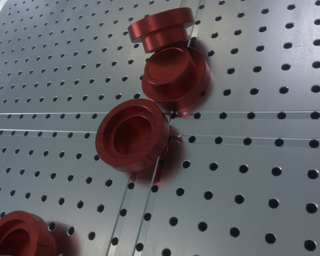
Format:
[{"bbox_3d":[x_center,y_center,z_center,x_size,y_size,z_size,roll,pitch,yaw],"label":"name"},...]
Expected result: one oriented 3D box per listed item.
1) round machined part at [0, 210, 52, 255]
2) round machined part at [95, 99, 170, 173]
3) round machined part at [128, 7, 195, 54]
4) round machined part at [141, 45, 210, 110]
[{"bbox_3d":[-0.179,0.159,0.395,0.098,0.042,0.098,-13,56,21],"label":"round machined part"},{"bbox_3d":[-0.032,0.013,0.407,0.098,0.042,0.098,-13,56,21],"label":"round machined part"},{"bbox_3d":[0.005,-0.140,0.460,0.098,0.098,0.042,-13,100,21],"label":"round machined part"},{"bbox_3d":[0.017,-0.077,0.437,0.098,0.042,0.098,-13,56,21],"label":"round machined part"}]
